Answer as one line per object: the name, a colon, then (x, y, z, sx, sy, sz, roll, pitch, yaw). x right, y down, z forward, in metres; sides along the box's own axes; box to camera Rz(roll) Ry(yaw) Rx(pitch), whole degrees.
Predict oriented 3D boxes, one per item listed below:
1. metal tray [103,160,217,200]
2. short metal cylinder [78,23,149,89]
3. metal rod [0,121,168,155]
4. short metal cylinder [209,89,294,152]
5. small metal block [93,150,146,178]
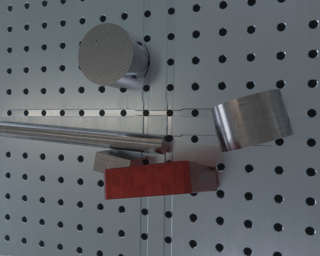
metal tray: (0.007, 0.061, 0.352, 0.090, 0.130, 0.030, -9, 77, 20)
short metal cylinder: (-0.062, -0.095, 0.421, 0.080, 0.050, 0.079, 0, 90, 20)
metal rod: (-0.136, 0.011, 0.460, 0.301, 0.025, 0.025, 5, 92, 19)
short metal cylinder: (0.101, -0.007, 0.348, 0.080, 0.080, 0.050, -17, 85, 19)
small metal block: (-0.053, 0.048, 0.418, 0.050, 0.050, 0.025, 12, 94, 19)
